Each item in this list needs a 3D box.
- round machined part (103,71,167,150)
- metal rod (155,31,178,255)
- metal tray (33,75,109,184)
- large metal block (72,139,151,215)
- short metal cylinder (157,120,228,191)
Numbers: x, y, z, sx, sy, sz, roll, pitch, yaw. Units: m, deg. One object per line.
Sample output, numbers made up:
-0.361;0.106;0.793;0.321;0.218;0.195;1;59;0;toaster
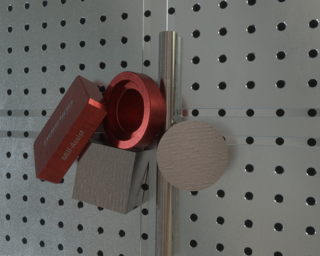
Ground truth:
-0.030;-0.022;0.400;0.098;0.042;0.097;-1;88;45;round machined part
0.009;0.024;0.410;0.025;0.025;0.298;1;90;20;metal rod
-0.127;0.000;0.429;0.130;0.030;0.090;-53;36;12;metal tray
-0.065;0.062;0.422;0.080;0.050;0.079;11;94;19;large metal block
0.036;0.031;0.372;0.081;0.050;0.079;0;90;0;short metal cylinder
